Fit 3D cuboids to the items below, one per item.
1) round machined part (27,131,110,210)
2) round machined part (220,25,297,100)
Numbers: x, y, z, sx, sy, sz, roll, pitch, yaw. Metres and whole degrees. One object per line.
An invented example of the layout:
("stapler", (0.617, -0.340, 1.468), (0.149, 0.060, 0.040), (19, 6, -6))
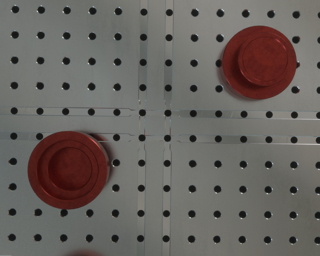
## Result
("round machined part", (-0.115, 0.052, 0.403), (0.099, 0.042, 0.097), (0, 90, -1))
("round machined part", (0.131, -0.086, 0.407), (0.099, 0.042, 0.097), (0, 90, -1))
